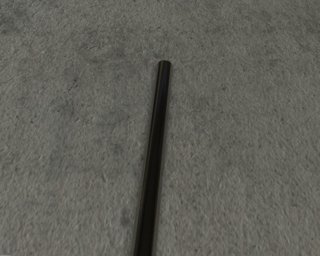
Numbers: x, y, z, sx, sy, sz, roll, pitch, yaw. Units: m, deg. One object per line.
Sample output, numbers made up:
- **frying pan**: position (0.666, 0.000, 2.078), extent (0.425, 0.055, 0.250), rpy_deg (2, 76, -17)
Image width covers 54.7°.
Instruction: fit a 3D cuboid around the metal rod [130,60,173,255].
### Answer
- **metal rod**: position (-0.005, 0.018, 0.387), extent (0.025, 0.025, 0.300), rpy_deg (4, 50, 3)
